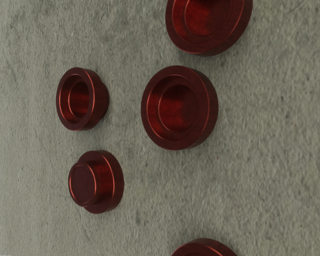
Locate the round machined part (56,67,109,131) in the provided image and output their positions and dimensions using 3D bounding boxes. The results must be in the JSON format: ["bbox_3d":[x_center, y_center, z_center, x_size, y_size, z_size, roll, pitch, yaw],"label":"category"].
[{"bbox_3d":[-0.118,-0.044,0.489,0.098,0.042,0.097,0,90,39],"label":"round machined part"}]

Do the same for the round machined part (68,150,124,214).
[{"bbox_3d":[-0.105,0.084,0.478,0.098,0.042,0.097,0,90,39],"label":"round machined part"}]

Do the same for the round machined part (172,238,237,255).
[{"bbox_3d":[0.058,0.172,0.344,0.098,0.042,0.097,0,90,39],"label":"round machined part"}]

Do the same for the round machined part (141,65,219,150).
[{"bbox_3d":[0.027,-0.023,0.370,0.098,0.042,0.097,0,90,39],"label":"round machined part"}]

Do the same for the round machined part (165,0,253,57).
[{"bbox_3d":[0.057,-0.129,0.346,0.098,0.042,0.097,0,90,39],"label":"round machined part"}]
